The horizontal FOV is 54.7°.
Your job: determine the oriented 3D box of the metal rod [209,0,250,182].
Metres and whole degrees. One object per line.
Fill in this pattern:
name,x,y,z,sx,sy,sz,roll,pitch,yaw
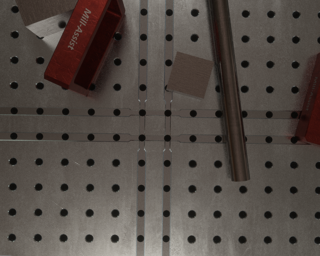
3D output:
metal rod,0.089,-0.079,0.414,0.025,0.025,0.298,-7,90,0

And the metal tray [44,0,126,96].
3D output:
metal tray,-0.087,-0.107,0.379,0.030,0.090,0.129,25,90,0

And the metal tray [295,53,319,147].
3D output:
metal tray,0.247,-0.034,0.414,0.091,0.030,0.129,16,90,-1

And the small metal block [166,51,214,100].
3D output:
small metal block,0.039,-0.069,0.414,0.050,0.025,0.050,16,90,-1

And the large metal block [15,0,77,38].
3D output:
large metal block,-0.139,-0.174,0.399,0.080,0.050,0.080,-20,90,-1
